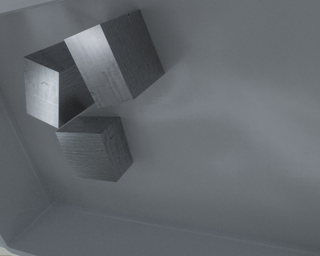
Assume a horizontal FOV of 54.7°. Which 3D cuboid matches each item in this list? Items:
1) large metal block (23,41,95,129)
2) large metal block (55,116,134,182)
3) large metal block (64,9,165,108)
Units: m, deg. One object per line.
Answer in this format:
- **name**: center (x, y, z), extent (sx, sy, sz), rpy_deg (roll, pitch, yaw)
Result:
- **large metal block**: center (-0.125, -0.059, 0.403), extent (0.050, 0.080, 0.079), rpy_deg (24, 127, 13)
- **large metal block**: center (-0.095, 0.030, 0.461), extent (0.080, 0.050, 0.080), rpy_deg (1, 119, 27)
- **large metal block**: center (-0.046, -0.079, 0.349), extent (0.050, 0.080, 0.080), rpy_deg (-10, 114, 32)
